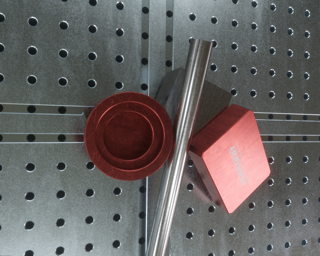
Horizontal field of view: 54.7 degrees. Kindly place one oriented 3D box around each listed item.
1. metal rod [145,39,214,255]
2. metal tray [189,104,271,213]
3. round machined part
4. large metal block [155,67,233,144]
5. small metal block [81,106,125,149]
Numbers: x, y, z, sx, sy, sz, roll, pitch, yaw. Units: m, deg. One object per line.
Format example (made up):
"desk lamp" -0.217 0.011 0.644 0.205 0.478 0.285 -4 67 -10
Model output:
"metal rod" 0.018 0.047 0.373 0.025 0.025 0.298 7 104 -20
"metal tray" 0.097 0.044 0.415 0.090 0.030 0.130 -40 128 -15
"round machined part" -0.038 0.009 0.357 0.099 0.042 0.097 0 91 -17
"large metal block" 0.037 -0.023 0.410 0.080 0.050 0.080 24 82 -19
"small metal block" -0.064 -0.006 0.386 0.050 0.025 0.050 -23 98 -19
